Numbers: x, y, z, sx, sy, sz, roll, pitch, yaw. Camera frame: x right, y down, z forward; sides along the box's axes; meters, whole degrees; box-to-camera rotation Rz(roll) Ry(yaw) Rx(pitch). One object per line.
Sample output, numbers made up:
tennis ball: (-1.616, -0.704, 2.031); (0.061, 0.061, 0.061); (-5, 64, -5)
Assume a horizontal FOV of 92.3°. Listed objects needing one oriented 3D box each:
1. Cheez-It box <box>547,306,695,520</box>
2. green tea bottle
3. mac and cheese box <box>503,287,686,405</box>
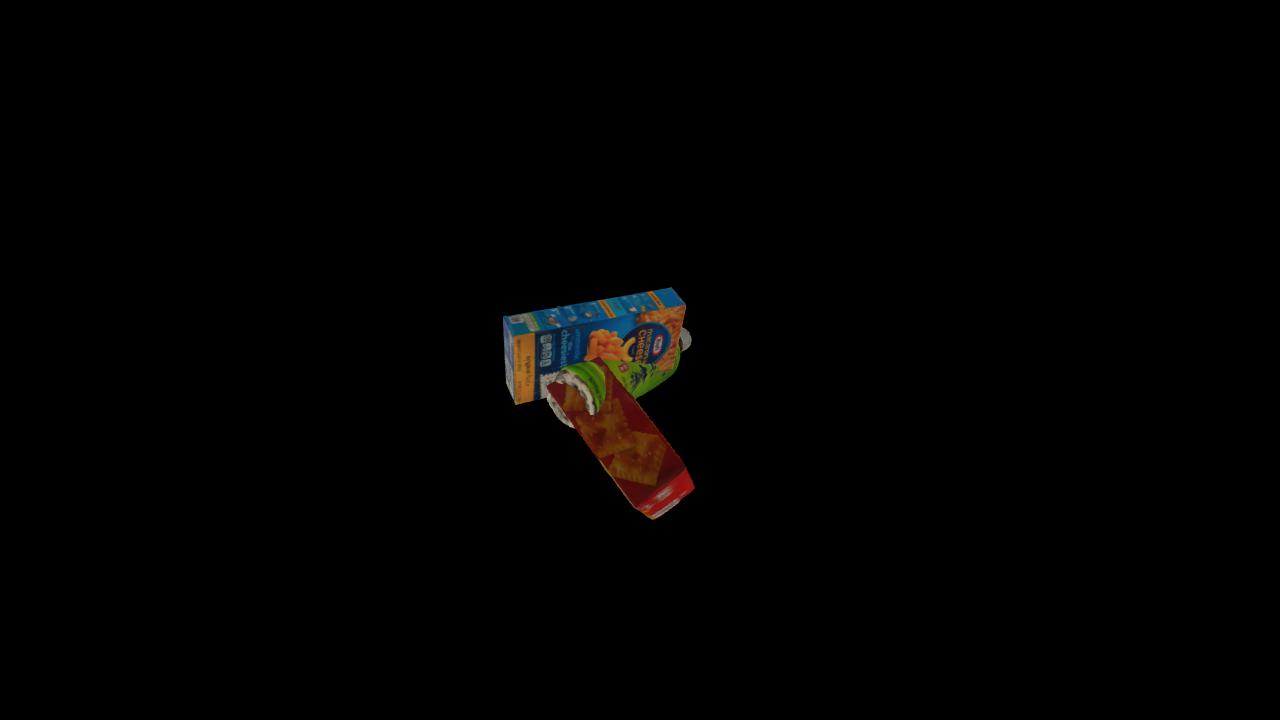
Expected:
Cheez-It box: (-0.034, 0.064, 0.682); (0.071, 0.223, 0.166); (-37, -19, -5)
green tea bottle: (-0.010, 0.006, 0.690); (0.073, 0.073, 0.212); (0, 21, 39)
mac and cheese box: (-0.046, -0.016, 0.636); (0.184, 0.093, 0.041); (-13, 44, -23)
